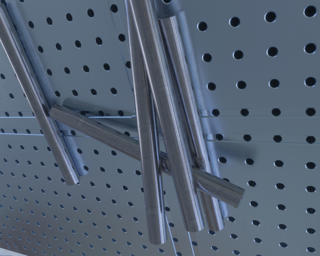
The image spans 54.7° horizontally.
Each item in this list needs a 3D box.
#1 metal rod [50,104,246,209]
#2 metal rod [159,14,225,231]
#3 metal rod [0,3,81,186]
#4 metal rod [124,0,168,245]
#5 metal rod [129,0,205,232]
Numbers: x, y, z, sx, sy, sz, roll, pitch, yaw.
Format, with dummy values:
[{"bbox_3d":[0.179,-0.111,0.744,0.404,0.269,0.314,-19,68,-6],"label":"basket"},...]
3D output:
[{"bbox_3d":[-0.032,0.030,0.423,0.301,0.025,0.025,23,127,21],"label":"metal rod"},{"bbox_3d":[0.045,0.012,0.393,0.025,0.025,0.298,-2,118,29],"label":"metal rod"},{"bbox_3d":[-0.190,-0.037,0.485,0.025,0.025,0.298,-2,118,28],"label":"metal rod"},{"bbox_3d":[-0.015,0.004,0.375,0.025,0.025,0.298,2,106,27],"label":"metal rod"},{"bbox_3d":[0.009,-0.018,0.346,0.025,0.025,0.298,-5,107,30],"label":"metal rod"}]
